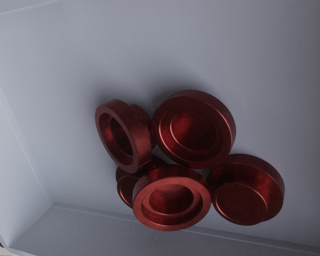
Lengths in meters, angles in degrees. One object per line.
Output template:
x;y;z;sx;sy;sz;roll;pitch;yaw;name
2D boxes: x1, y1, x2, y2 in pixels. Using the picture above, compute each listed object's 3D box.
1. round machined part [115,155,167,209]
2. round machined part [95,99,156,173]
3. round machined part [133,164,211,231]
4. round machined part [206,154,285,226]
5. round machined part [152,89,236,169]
-0.025;0.088;0.465;0.098;0.042;0.097;13;124;21;round machined part
-0.041;0.007;0.408;0.098;0.042;0.097;36;141;36;round machined part
0.014;0.086;0.402;0.099;0.042;0.097;-2;124;-3;round machined part
0.105;0.085;0.395;0.098;0.042;0.097;13;124;21;round machined part
0.043;-0.002;0.374;0.098;0.042;0.097;13;124;20;round machined part
